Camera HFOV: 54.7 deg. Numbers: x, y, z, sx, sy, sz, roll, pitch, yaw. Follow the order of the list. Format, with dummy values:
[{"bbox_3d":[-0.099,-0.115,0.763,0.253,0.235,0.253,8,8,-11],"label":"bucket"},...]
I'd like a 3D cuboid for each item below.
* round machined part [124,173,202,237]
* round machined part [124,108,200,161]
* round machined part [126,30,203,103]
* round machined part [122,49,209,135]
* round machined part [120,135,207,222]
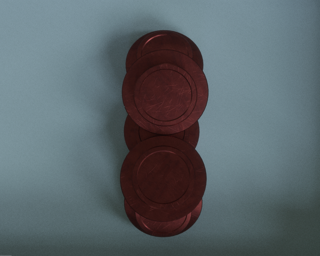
[{"bbox_3d":[0.004,0.095,0.388,0.099,0.042,0.097,0,105,0],"label":"round machined part"},{"bbox_3d":[0.002,0.004,0.401,0.099,0.042,0.097,0,89,0],"label":"round machined part"},{"bbox_3d":[0.006,-0.082,0.390,0.099,0.042,0.098,0,74,-1],"label":"round machined part"},{"bbox_3d":[0.006,-0.039,0.350,0.099,0.042,0.097,0,102,0],"label":"round machined part"},{"bbox_3d":[0.004,0.056,0.350,0.099,0.042,0.098,0,79,0],"label":"round machined part"}]
